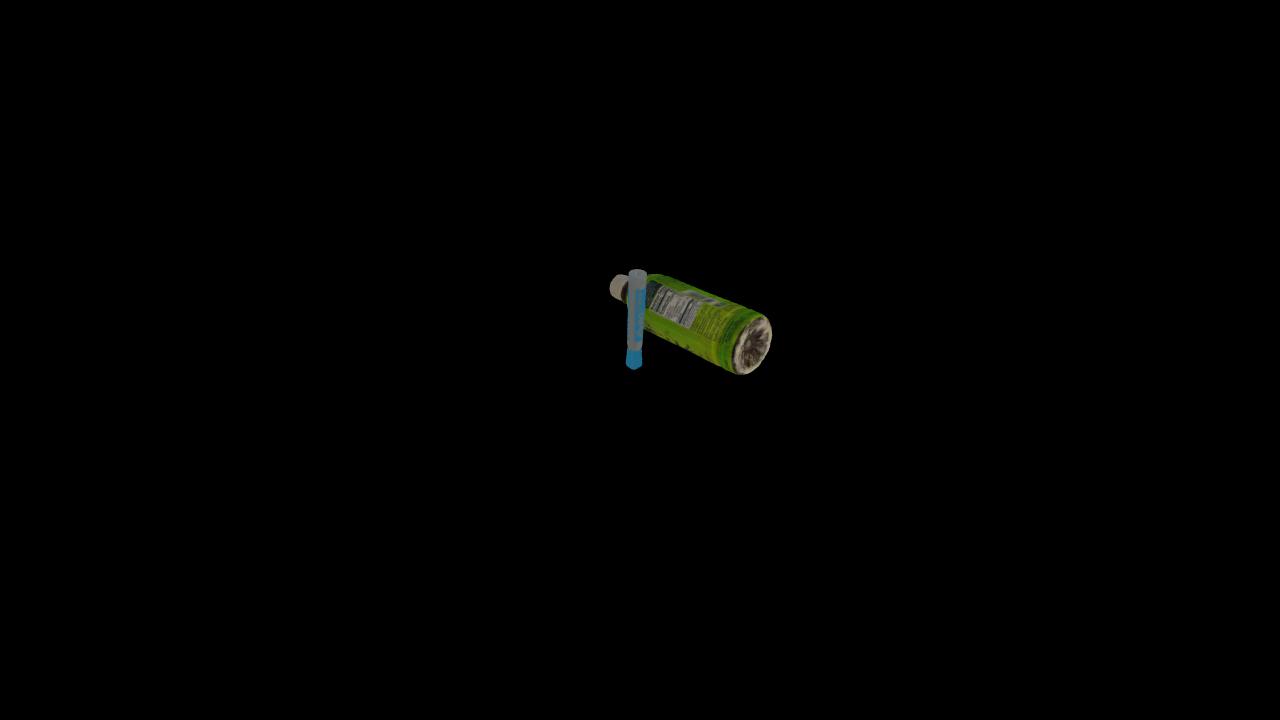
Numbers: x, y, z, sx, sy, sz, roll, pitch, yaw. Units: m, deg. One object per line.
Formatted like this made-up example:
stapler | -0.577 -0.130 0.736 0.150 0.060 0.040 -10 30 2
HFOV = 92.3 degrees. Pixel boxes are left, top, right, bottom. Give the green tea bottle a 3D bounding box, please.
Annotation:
green tea bottle | 0.046 -0.054 0.696 0.212 0.073 0.073 31 20 38

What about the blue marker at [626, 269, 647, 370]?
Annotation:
blue marker | -0.005 -0.040 0.658 0.020 0.121 0.020 2 37 -1
